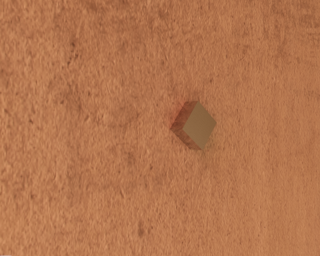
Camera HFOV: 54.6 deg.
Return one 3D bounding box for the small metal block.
[{"bbox_3d":[0.049,-0.003,0.444,0.050,0.025,0.050,45,63,-31],"label":"small metal block"}]
